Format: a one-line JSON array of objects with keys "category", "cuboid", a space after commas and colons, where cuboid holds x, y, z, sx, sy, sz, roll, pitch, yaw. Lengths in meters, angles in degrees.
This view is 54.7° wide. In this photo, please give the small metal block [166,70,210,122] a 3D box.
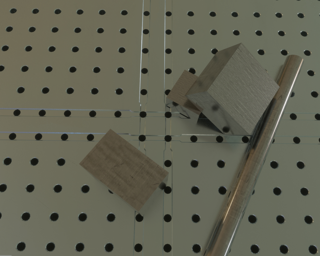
[{"category": "small metal block", "cuboid": [0.043, -0.045, 0.429, 0.050, 0.025, 0.050, 30, 72, 10]}]

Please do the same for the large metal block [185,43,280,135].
[{"category": "large metal block", "cuboid": [0.093, -0.047, 0.399, 0.080, 0.050, 0.080, 42, 72, -19]}]

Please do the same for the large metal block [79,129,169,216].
[{"category": "large metal block", "cuboid": [-0.038, 0.056, 0.362, 0.080, 0.080, 0.050, 36, 74, 12]}]

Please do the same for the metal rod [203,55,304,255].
[{"category": "metal rod", "cuboid": [0.129, 0.028, 0.403, 0.025, 0.025, 0.300, 25, 72, 8]}]
